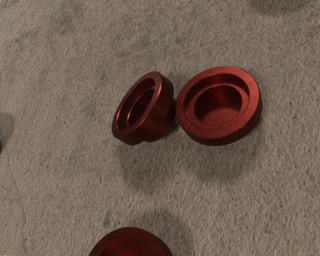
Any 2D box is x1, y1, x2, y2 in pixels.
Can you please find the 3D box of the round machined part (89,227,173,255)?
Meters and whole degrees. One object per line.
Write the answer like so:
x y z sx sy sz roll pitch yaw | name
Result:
-0.027 0.154 0.312 0.098 0.042 0.098 -13 56 20 | round machined part

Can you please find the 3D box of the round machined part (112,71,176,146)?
-0.015 -0.020 0.396 0.098 0.042 0.098 -38 34 31 | round machined part

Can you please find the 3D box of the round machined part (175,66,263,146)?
0.071 -0.022 0.368 0.098 0.042 0.098 -12 57 20 | round machined part
